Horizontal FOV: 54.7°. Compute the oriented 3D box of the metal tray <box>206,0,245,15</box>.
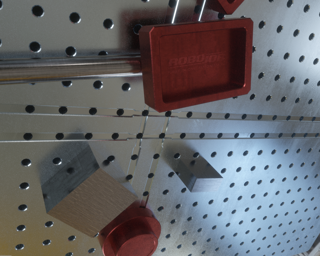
[{"bbox_3d":[0.063,-0.197,0.321,0.090,0.030,0.130,-48,129,5],"label":"metal tray"}]

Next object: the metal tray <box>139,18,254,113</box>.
[{"bbox_3d":[0.045,-0.075,0.355,0.131,0.030,0.089,-13,113,-23],"label":"metal tray"}]

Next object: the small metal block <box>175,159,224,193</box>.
[{"bbox_3d":[0.059,0.072,0.474,0.050,0.050,0.025,5,116,-31],"label":"small metal block"}]

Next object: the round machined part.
[{"bbox_3d":[-0.042,0.177,0.489,0.099,0.042,0.097,-14,125,-21],"label":"round machined part"}]

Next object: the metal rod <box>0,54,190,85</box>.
[{"bbox_3d":[-0.091,-0.062,0.323,0.303,0.025,0.025,-8,122,-25],"label":"metal rod"}]

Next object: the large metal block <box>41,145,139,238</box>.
[{"bbox_3d":[-0.089,0.083,0.398,0.080,0.050,0.080,-41,130,-1],"label":"large metal block"}]
